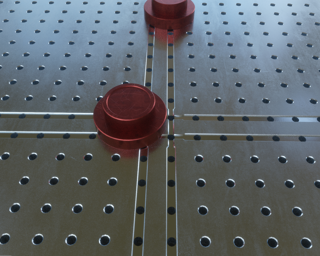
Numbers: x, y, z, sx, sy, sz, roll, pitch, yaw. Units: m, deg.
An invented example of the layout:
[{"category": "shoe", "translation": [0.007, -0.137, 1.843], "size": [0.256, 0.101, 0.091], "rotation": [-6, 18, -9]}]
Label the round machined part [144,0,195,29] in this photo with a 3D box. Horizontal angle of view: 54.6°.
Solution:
[{"category": "round machined part", "translation": [0.018, -0.234, 0.594], "size": [0.099, 0.042, 0.098], "rotation": [0, 50, 0]}]

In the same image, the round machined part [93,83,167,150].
[{"category": "round machined part", "translation": [-0.040, -0.022, 0.416], "size": [0.099, 0.042, 0.098], "rotation": [0, 50, 0]}]
